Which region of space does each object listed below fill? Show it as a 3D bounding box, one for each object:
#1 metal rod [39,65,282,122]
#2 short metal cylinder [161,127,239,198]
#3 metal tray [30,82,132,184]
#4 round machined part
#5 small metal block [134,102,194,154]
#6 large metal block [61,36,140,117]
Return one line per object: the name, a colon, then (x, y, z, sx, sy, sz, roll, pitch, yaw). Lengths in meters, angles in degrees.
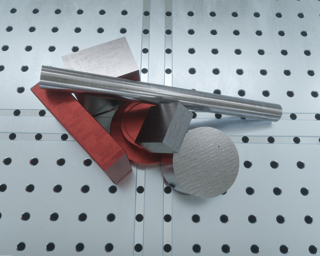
metal rod: (0.017, -0.037, 0.375, 0.302, 0.025, 0.025, 7, 69, -19)
short metal cylinder: (0.046, 0.041, 0.371, 0.081, 0.050, 0.080, 2, 83, -15)
metal tray: (-0.091, 0.004, 0.374, 0.030, 0.090, 0.130, -42, 76, -14)
round machined part: (-0.016, 0.000, 0.405, 0.099, 0.042, 0.098, 0, 70, -1)
small metal block: (0.004, 0.001, 0.352, 0.025, 0.050, 0.050, 37, 66, -32)
large metal block: (-0.071, -0.063, 0.403, 0.080, 0.080, 0.050, -20, 72, -7)
